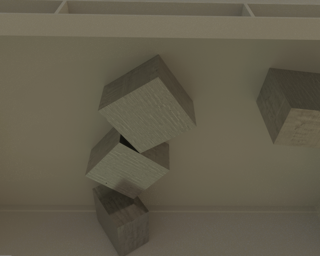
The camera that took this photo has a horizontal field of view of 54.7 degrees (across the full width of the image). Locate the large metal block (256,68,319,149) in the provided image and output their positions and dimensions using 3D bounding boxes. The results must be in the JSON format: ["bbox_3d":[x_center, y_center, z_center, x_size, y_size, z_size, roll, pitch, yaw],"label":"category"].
[{"bbox_3d":[0.166,-0.023,0.355,0.081,0.080,0.050,5,130,-5],"label":"large metal block"}]

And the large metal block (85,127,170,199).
[{"bbox_3d":[-0.044,0.044,0.429,0.080,0.050,0.080,32,123,-25],"label":"large metal block"}]

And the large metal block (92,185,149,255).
[{"bbox_3d":[-0.060,0.135,0.477,0.050,0.080,0.079,-22,135,-26],"label":"large metal block"}]

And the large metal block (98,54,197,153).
[{"bbox_3d":[-0.013,-0.026,0.370,0.080,0.050,0.080,-27,126,21],"label":"large metal block"}]
